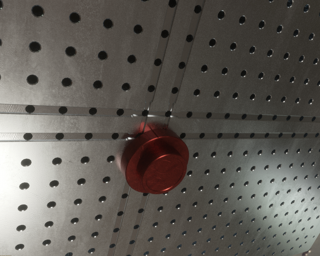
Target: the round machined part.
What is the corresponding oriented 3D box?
[{"bbox_3d":[-0.001,0.054,0.435,0.099,0.042,0.097,-14,125,-21],"label":"round machined part"}]
